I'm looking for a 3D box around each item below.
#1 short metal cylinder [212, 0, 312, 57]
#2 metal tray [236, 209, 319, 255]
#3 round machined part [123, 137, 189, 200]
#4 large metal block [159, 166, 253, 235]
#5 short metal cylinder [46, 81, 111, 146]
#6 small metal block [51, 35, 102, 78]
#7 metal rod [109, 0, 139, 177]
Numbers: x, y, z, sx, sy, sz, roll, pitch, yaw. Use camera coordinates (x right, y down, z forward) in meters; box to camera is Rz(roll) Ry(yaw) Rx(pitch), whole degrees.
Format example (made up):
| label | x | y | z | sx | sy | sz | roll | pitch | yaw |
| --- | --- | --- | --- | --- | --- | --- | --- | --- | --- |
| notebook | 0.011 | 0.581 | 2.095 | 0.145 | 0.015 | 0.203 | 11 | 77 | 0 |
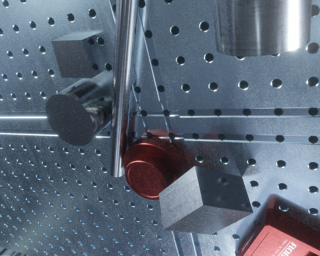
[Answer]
| label | x | y | z | sx | sy | sz | roll | pitch | yaw |
| --- | --- | --- | --- | --- | --- | --- | --- | --- | --- |
| short metal cylinder | 0.087 | -0.098 | 0.269 | 0.080 | 0.080 | 0.050 | 3 | 120 | 26 |
| metal tray | 0.166 | 0.182 | 0.432 | 0.090 | 0.030 | 0.129 | 25 | 128 | 12 |
| round machined part | -0.011 | 0.064 | 0.446 | 0.098 | 0.042 | 0.097 | 13 | 124 | 21 |
| large metal block | 0.057 | 0.097 | 0.400 | 0.081 | 0.050 | 0.080 | 16 | 137 | -30 |
| short metal cylinder | -0.113 | -0.021 | 0.442 | 0.080 | 0.050 | 0.079 | 13 | 124 | 21 |
| small metal block | -0.110 | -0.094 | 0.411 | 0.050 | 0.025 | 0.050 | 6 | 121 | 25 |
| metal rod | -0.049 | -0.052 | 0.404 | 0.025 | 0.025 | 0.298 | 20 | 126 | 16 |
